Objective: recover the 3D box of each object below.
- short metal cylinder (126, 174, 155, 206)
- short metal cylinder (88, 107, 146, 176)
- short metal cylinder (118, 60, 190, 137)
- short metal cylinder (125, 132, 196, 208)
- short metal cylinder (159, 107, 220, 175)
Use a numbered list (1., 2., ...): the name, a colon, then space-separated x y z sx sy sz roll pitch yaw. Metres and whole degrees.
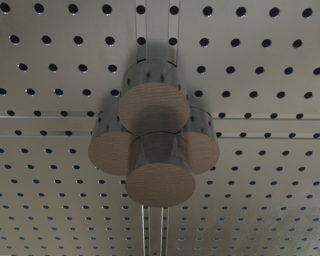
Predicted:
1. short metal cylinder: -0.008 0.070 0.454 0.081 0.050 0.079 -1 128 0
2. short metal cylinder: -0.050 0.018 0.410 0.081 0.050 0.079 0 130 0
3. short metal cylinder: -0.007 -0.033 0.366 0.081 0.050 0.079 -1 130 -1
4. short metal cylinder: 0.000 0.051 0.372 0.081 0.050 0.079 0 130 0
5. short metal cylinder: 0.035 0.019 0.411 0.081 0.050 0.079 0 130 0
